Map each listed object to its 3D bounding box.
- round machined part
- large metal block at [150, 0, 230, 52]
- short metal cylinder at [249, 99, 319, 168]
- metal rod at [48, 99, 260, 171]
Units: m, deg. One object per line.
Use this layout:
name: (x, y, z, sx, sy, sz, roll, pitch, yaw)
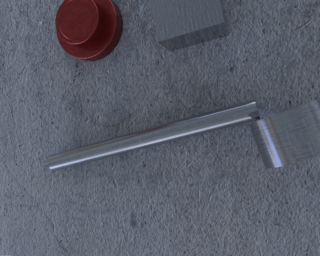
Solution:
round machined part: (-0.106, -0.147, 0.436, 0.098, 0.042, 0.097, 0, 90, 19)
large metal block: (0.036, -0.149, 0.383, 0.080, 0.050, 0.080, -11, 86, 19)
short metal cylinder: (0.143, 0.006, 0.330, 0.080, 0.080, 0.050, -21, 83, 18)
metal rod: (-0.022, 0.015, 0.415, 0.301, 0.025, 0.025, -15, 85, 19)
